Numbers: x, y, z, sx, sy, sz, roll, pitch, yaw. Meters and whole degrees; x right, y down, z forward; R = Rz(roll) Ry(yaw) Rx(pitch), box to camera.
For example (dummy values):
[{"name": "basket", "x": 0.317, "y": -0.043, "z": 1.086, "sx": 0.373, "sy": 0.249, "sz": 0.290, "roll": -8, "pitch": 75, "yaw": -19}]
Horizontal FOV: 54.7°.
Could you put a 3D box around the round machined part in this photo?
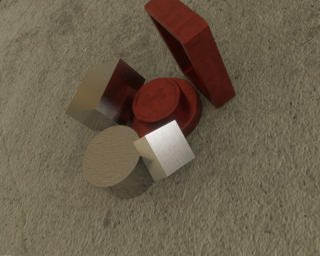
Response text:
[{"name": "round machined part", "x": 0.003, "y": -0.028, "z": 0.410, "sx": 0.098, "sy": 0.042, "sz": 0.098, "roll": -13, "pitch": 56, "yaw": 20}]

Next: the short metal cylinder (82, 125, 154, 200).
[{"name": "short metal cylinder", "x": -0.048, "y": 0.043, "z": 0.387, "sx": 0.080, "sy": 0.050, "sz": 0.080, "roll": -13, "pitch": 56, "yaw": 20}]

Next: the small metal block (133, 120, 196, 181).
[{"name": "small metal block", "x": 0.006, "y": 0.025, "z": 0.356, "sx": 0.025, "sy": 0.050, "sz": 0.050, "roll": -29, "pitch": 89, "yaw": 49}]

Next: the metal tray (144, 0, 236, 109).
[{"name": "metal tray", "x": 0.039, "y": -0.089, "z": 0.370, "sx": 0.030, "sy": 0.130, "sz": 0.090, "roll": -38, "pitch": 51, "yaw": 3}]

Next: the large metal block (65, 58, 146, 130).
[{"name": "large metal block", "x": -0.077, "y": -0.045, "z": 0.440, "sx": 0.080, "sy": 0.050, "sz": 0.080, "roll": -3, "pitch": 59, "yaw": 46}]
